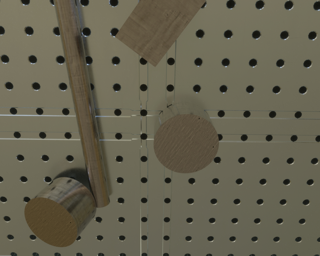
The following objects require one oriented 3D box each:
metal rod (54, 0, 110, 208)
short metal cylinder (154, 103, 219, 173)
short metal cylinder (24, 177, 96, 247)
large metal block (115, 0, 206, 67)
[{"bbox_3d":[-0.099,-0.030,0.401,0.025,0.025,0.298,-5,110,2],"label":"metal rod"},{"bbox_3d":[0.032,0.012,0.405,0.081,0.050,0.079,0,110,0],"label":"short metal cylinder"},{"bbox_3d":[-0.137,0.116,0.429,0.080,0.050,0.079,7,114,16],"label":"short metal cylinder"},{"bbox_3d":[0.000,-0.120,0.340,0.050,0.080,0.080,36,106,-12],"label":"large metal block"}]
